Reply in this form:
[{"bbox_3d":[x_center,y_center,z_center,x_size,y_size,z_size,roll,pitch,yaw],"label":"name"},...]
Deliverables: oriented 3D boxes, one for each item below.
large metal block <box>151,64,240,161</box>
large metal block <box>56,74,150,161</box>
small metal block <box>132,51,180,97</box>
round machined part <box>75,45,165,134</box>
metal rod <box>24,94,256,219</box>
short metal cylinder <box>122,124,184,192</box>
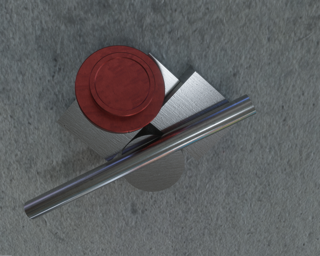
[{"bbox_3d":[0.043,-0.020,0.391,0.080,0.050,0.080,40,105,-14],"label":"large metal block"},{"bbox_3d":[-0.066,-0.018,0.389,0.080,0.050,0.080,40,105,-14],"label":"large metal block"},{"bbox_3d":[-0.011,-0.060,0.388,0.050,0.025,0.050,41,105,-14],"label":"small metal block"},{"bbox_3d":[-0.042,-0.043,0.338,0.099,0.042,0.097,1,84,-12],"label":"round machined part"},{"bbox_3d":[-0.031,0.039,0.371,0.301,0.025,0.025,-26,108,9],"label":"metal rod"},{"bbox_3d":[-0.010,0.037,0.410,0.081,0.050,0.079,0,110,-1],"label":"short metal cylinder"}]
